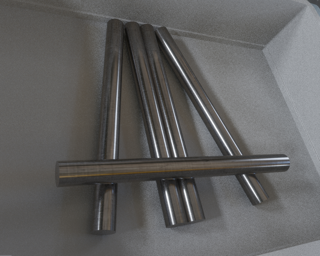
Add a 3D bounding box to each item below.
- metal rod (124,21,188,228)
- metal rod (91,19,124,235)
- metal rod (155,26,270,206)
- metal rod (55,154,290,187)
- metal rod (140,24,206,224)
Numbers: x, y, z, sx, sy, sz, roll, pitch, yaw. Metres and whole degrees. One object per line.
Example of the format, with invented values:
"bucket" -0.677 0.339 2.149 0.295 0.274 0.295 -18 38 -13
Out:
"metal rod" -0.012 -0.022 0.411 0.025 0.025 0.299 1 61 -28
"metal rod" -0.061 -0.024 0.386 0.025 0.025 0.299 12 57 -22
"metal rod" 0.068 -0.028 0.457 0.025 0.025 0.299 -17 71 -35
"metal rod" 0.037 0.046 0.362 0.303 0.025 0.025 1 61 -28
"metal rod" 0.009 -0.023 0.423 0.025 0.025 0.299 1 61 -28
